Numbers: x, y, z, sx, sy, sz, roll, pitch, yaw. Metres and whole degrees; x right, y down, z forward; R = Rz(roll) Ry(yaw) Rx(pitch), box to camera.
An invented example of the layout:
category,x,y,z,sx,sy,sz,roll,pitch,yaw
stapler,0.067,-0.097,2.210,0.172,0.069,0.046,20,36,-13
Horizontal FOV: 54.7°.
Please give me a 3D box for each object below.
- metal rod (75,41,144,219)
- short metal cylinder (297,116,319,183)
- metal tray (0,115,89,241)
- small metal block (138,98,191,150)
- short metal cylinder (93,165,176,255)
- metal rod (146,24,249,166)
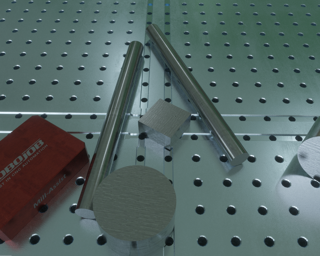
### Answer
category,x,y,z,sx,sy,sz,roll,pitch,yaw
metal rod,-0.059,-0.022,0.425,0.025,0.025,0.300,6,50,4
short metal cylinder,0.208,0.025,0.353,0.080,0.080,0.050,31,57,23
metal tray,-0.160,0.050,0.360,0.090,0.030,0.131,27,55,20
small metal block,0.006,-0.006,0.413,0.050,0.025,0.050,28,55,21
short metal cylinder,-0.024,0.086,0.319,0.081,0.050,0.080,0,50,0
metal rod,0.042,-0.069,0.465,0.025,0.025,0.300,-17,52,-14
